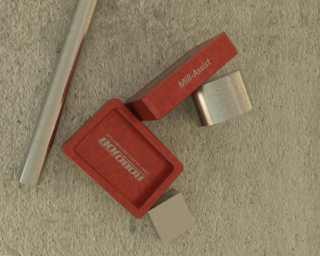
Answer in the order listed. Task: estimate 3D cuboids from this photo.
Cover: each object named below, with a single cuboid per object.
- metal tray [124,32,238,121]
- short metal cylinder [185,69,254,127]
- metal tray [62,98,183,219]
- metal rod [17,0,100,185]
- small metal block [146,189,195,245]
[{"bbox_3d":[0.023,-0.061,0.383,0.130,0.090,0.030,-41,104,-16],"label":"metal tray"},{"bbox_3d":[0.076,-0.040,0.409,0.081,0.080,0.050,-24,98,-19],"label":"short metal cylinder"},{"bbox_3d":[-0.045,0.038,0.390,0.130,0.030,0.090,46,75,-15],"label":"metal tray"},{"bbox_3d":[-0.109,-0.081,0.369,0.025,0.025,0.299,18,84,-20],"label":"metal rod"},{"bbox_3d":[0.012,0.117,0.415,0.050,0.025,0.050,-27,99,-18],"label":"small metal block"}]
